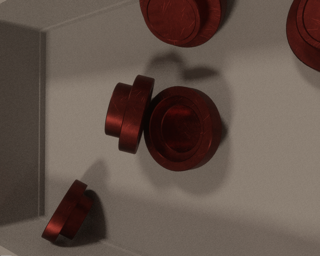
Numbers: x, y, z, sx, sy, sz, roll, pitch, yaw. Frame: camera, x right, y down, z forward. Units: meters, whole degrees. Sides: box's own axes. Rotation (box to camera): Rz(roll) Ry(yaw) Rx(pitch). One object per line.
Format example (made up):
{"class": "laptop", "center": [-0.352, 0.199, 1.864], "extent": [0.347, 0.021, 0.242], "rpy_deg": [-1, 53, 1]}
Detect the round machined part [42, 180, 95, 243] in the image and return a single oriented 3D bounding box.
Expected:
{"class": "round machined part", "center": [-0.138, 0.133, 0.483], "extent": [0.042, 0.098, 0.097], "rpy_deg": [30, 114, -6]}

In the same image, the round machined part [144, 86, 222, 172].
{"class": "round machined part", "center": [0.030, 0.001, 0.369], "extent": [0.098, 0.042, 0.097], "rpy_deg": [0, 90, 39]}

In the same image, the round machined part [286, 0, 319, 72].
{"class": "round machined part", "center": [0.158, -0.095, 0.265], "extent": [0.098, 0.042, 0.097], "rpy_deg": [0, 90, 39]}

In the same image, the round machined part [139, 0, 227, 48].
{"class": "round machined part", "center": [0.020, -0.132, 0.343], "extent": [0.098, 0.042, 0.097], "rpy_deg": [19, 141, 16]}

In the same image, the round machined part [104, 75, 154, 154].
{"class": "round machined part", "center": [-0.039, -0.019, 0.388], "extent": [0.042, 0.098, 0.097], "rpy_deg": [14, 102, -1]}
